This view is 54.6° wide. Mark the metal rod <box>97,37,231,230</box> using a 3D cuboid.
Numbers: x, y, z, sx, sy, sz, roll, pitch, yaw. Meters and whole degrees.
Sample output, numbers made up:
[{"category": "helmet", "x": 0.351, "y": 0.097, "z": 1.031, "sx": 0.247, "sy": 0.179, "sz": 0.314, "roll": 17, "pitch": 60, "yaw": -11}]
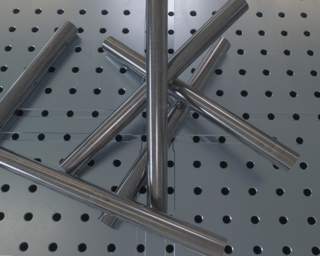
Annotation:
[{"category": "metal rod", "x": 0.014, "y": -0.005, "z": 0.413, "sx": 0.025, "sy": 0.025, "sz": 0.300, "roll": 30, "pitch": 73, "yaw": 10}]

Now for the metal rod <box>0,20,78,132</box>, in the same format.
[{"category": "metal rod", "x": -0.207, "y": -0.030, "z": 0.421, "sx": 0.025, "sy": 0.025, "sz": 0.300, "roll": 28, "pitch": 72, "yaw": 10}]

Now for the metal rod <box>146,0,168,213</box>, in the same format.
[{"category": "metal rod", "x": -0.003, "y": -0.044, "z": 0.362, "sx": 0.025, "sy": 0.025, "sz": 0.298, "roll": 0, "pitch": 96, "yaw": 0}]

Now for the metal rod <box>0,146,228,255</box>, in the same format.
[{"category": "metal rod", "x": -0.072, "y": 0.080, "z": 0.357, "sx": 0.301, "sy": 0.025, "sz": 0.025, "roll": 18, "pitch": 71, "yaw": 16}]

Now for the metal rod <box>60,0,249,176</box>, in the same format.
[{"category": "metal rod", "x": -0.009, "y": -0.051, "z": 0.387, "sx": 0.300, "sy": 0.025, "sz": 0.025, "roll": -44, "pitch": 75, "yaw": 2}]

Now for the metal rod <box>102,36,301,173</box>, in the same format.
[{"category": "metal rod", "x": 0.035, "y": -0.042, "z": 0.398, "sx": 0.300, "sy": 0.025, "sz": 0.025, "roll": 36, "pitch": 74, "yaw": 23}]
